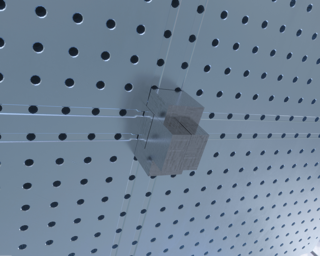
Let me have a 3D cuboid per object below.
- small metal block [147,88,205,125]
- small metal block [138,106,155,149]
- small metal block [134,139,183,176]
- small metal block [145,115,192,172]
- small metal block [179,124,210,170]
[{"bbox_3d":[0.019,-0.026,0.387,0.050,0.050,0.025,2,118,-29],"label":"small metal block"},{"bbox_3d":[0.003,0.000,0.412,0.050,0.025,0.050,2,117,-28],"label":"small metal block"},{"bbox_3d":[0.000,0.039,0.418,0.050,0.050,0.025,1,118,-29],"label":"small metal block"},{"bbox_3d":[0.008,0.018,0.377,0.025,0.050,0.050,2,118,-29],"label":"small metal block"},{"bbox_3d":[0.031,0.018,0.390,0.025,0.050,0.050,2,117,-28],"label":"small metal block"}]
